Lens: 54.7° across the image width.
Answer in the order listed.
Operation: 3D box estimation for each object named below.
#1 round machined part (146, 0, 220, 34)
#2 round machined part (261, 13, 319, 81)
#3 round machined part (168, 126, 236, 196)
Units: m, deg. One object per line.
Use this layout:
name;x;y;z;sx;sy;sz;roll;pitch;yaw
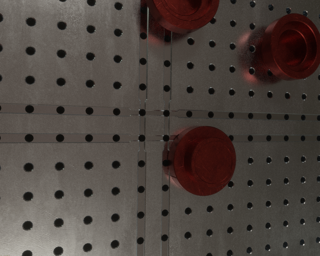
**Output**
round machined part;0.026;-0.175;0.414;0.099;0.042;0.097;0;90;-21
round machined part;0.197;-0.122;0.478;0.099;0.042;0.097;0;90;-21
round machined part;0.064;0.046;0.429;0.099;0.042;0.097;0;90;-21
